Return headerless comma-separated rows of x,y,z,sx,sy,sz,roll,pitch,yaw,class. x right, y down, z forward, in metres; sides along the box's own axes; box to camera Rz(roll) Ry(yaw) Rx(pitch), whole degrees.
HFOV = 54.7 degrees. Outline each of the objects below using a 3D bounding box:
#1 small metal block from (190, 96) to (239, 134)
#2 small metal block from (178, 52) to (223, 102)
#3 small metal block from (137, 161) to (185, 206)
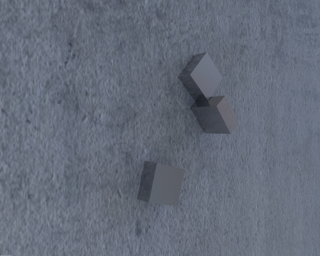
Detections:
0.081,-0.019,0.459,0.025,0.050,0.050,-47,119,-30,small metal block
0.061,-0.075,0.458,0.050,0.025,0.050,50,60,-29,small metal block
0.002,0.074,0.409,0.050,0.025,0.050,19,78,-39,small metal block
